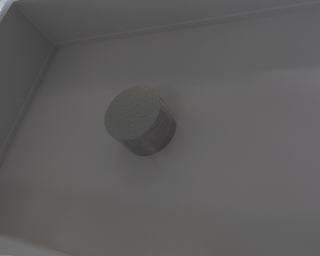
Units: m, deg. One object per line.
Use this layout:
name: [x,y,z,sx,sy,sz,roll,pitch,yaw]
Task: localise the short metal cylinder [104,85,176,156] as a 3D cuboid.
short metal cylinder: [-0.025,-0.009,0.410,0.080,0.050,0.080,-13,56,21]
